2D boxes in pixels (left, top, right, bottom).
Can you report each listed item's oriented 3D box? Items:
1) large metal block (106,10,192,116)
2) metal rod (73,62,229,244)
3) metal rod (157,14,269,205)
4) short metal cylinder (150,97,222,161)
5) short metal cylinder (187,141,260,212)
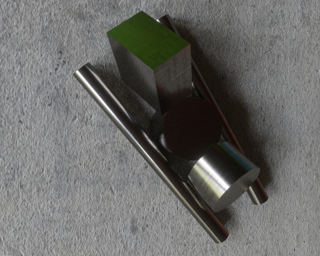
[{"bbox_3d":[-0.009,-0.074,0.361,0.050,0.080,0.080,-38,61,-16],"label":"large metal block"},{"bbox_3d":[-0.004,0.042,0.408,0.025,0.025,0.300,-43,104,-15],"label":"metal rod"},{"bbox_3d":[0.076,-0.018,0.438,0.025,0.025,0.299,-34,101,-17],"label":"metal rod"},{"bbox_3d":[0.033,0.001,0.409,0.081,0.050,0.080,0,90,-20],"label":"short metal cylinder"},{"bbox_3d":[0.083,0.064,0.405,0.080,0.080,0.050,-33,59,-17],"label":"short metal cylinder"}]
